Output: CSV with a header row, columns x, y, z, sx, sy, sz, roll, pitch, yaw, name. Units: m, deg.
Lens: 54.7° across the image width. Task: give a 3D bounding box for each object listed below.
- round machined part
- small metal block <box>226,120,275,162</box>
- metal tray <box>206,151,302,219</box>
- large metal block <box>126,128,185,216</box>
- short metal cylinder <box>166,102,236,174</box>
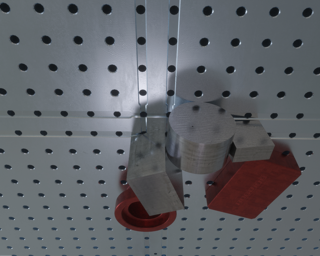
x,y,z,sx,sy,sz,roll,pitch,yaw,name
-0.023,0.125,0.506,0.099,0.042,0.097,0,130,0,round machined part
0.113,0.016,0.405,0.050,0.050,0.025,-4,131,-9,small metal block
0.141,0.088,0.484,0.091,0.030,0.129,17,128,-14,metal tray
-0.004,0.061,0.427,0.050,0.080,0.080,-15,129,12,large metal block
0.049,0.011,0.385,0.081,0.080,0.050,3,130,-2,short metal cylinder
